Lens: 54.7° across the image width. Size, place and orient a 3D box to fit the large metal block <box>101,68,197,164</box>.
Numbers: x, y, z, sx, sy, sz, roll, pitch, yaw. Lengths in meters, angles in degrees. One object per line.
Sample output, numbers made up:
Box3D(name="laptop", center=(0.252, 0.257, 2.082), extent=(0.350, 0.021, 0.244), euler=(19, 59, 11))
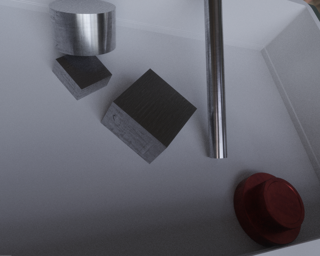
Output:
Box3D(name="large metal block", center=(-0.013, -0.016, 0.394), extent=(0.080, 0.050, 0.080), euler=(41, 51, -1))

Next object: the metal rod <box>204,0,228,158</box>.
Box3D(name="metal rod", center=(0.076, -0.108, 0.429), extent=(0.025, 0.025, 0.298), euler=(-2, 90, -30))

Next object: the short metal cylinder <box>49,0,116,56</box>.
Box3D(name="short metal cylinder", center=(-0.097, -0.130, 0.396), extent=(0.081, 0.050, 0.080), euler=(4, 33, -2))

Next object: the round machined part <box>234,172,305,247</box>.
Box3D(name="round machined part", center=(0.152, 0.105, 0.415), extent=(0.099, 0.042, 0.098), euler=(14, 56, -21))

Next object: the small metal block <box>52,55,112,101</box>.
Box3D(name="small metal block", center=(-0.099, -0.070, 0.396), extent=(0.050, 0.025, 0.050), euler=(49, 51, 6))
